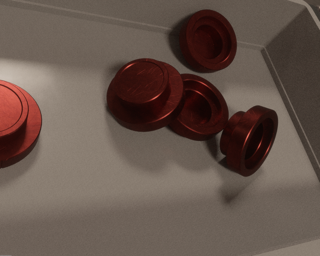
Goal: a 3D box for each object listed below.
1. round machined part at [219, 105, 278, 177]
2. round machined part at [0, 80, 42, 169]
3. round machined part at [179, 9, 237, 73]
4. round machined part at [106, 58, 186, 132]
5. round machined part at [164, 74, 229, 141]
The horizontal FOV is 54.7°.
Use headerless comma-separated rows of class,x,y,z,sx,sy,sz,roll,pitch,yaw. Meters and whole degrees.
round machined part,0.120,0.015,0.429,0.042,0.097,0.099,26,40,37
round machined part,-0.170,-0.011,0.310,0.099,0.042,0.098,14,56,-21
round machined part,0.073,-0.138,0.505,0.099,0.042,0.097,2,85,-26
round machined part,-0.020,-0.047,0.384,0.098,0.042,0.098,-5,60,9
round machined part,0.044,-0.025,0.435,0.099,0.042,0.098,14,56,-21
